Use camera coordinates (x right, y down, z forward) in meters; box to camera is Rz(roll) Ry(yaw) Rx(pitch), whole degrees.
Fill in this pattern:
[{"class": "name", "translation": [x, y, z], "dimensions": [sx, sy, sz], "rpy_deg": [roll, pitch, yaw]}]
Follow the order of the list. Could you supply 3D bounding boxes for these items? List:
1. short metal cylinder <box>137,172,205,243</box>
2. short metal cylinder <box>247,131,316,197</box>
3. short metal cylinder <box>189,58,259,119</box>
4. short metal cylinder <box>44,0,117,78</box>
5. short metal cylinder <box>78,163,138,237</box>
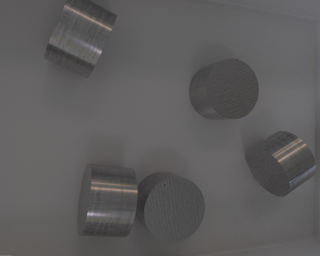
[{"class": "short metal cylinder", "translation": [0.010, 0.100, 0.401], "dimensions": [0.081, 0.050, 0.080], "rpy_deg": [0, 90, -20]}, {"class": "short metal cylinder", "translation": [0.172, 0.051, 0.444], "dimensions": [0.050, 0.080, 0.080], "rpy_deg": [-28, 100, -18]}, {"class": "short metal cylinder", "translation": [0.088, -0.051, 0.429], "dimensions": [0.081, 0.050, 0.080], "rpy_deg": [0, 90, -20]}, {"class": "short metal cylinder", "translation": [-0.089, -0.103, 0.348], "dimensions": [0.050, 0.080, 0.080], "rpy_deg": [24, 82, -19]}, {"class": "short metal cylinder", "translation": [-0.062, 0.083, 0.358], "dimensions": [0.050, 0.080, 0.080], "rpy_deg": [10, 87, -20]}]
